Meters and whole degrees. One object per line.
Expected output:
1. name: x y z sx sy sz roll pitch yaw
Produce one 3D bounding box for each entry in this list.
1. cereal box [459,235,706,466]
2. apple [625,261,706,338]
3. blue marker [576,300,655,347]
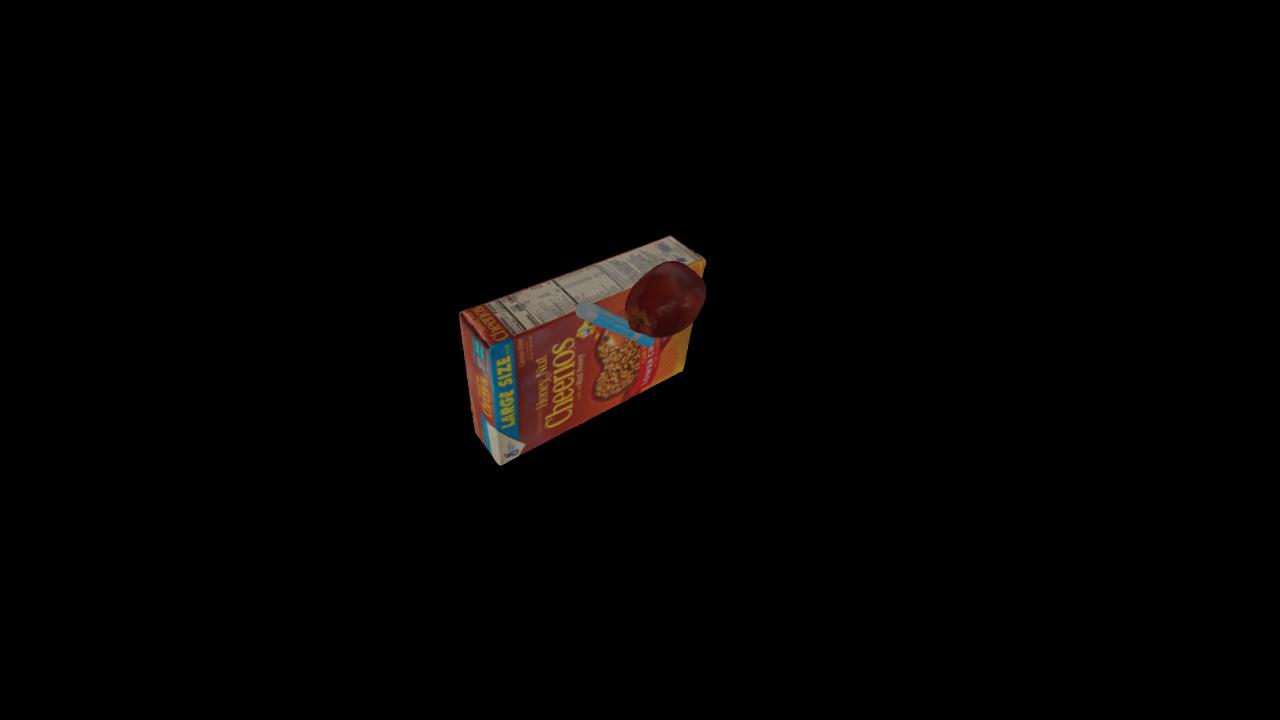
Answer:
1. cereal box: -0.065 -0.015 0.769 0.306 0.203 0.081 -26 53 -31
2. apple: 0.029 -0.064 0.660 0.079 0.079 0.093 0 28 48
3. blue marker: -0.022 -0.036 0.656 0.020 0.020 0.121 0 -14 37
